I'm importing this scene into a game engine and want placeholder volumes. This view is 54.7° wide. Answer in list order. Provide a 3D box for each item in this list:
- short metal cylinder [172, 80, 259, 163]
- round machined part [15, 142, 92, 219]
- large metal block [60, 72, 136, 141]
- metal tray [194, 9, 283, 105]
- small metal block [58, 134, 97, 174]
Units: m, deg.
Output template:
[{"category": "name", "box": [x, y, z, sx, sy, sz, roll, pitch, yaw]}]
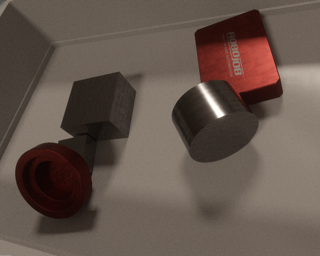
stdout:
[{"category": "short metal cylinder", "box": [0.060, -0.006, 0.342, 0.080, 0.080, 0.050, -31, 52, 8]}, {"category": "round machined part", "box": [-0.131, 0.064, 0.400, 0.098, 0.097, 0.042, -12, 14, 21]}, {"category": "large metal block", "box": [-0.087, -0.028, 0.451, 0.080, 0.050, 0.080, -7, 59, 24]}, {"category": "metal tray", "box": [0.098, -0.088, 0.405, 0.090, 0.030, 0.130, -15, 56, 19]}, {"category": "small metal block", "box": [-0.121, 0.041, 0.442, 0.050, 0.025, 0.050, -12, 57, 21]}]
